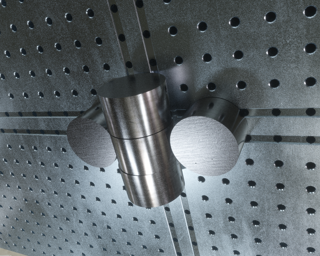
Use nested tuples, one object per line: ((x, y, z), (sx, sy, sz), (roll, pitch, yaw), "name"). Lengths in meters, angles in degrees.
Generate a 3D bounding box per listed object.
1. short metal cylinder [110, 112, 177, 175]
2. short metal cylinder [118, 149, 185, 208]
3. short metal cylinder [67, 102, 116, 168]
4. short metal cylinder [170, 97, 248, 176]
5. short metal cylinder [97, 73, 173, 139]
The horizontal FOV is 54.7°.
((-0.019, 0.016, 0.393), (0.080, 0.080, 0.050), (2, 119, 27), "short metal cylinder")
((-0.010, 0.061, 0.417), (0.080, 0.080, 0.050), (1, 119, 27), "short metal cylinder")
((-0.084, 0.010, 0.442), (0.080, 0.050, 0.079), (13, 124, 20), "short metal cylinder")
((0.059, 0.010, 0.368), (0.080, 0.050, 0.079), (13, 124, 20), "short metal cylinder")
((-0.028, -0.029, 0.370), (0.080, 0.080, 0.050), (3, 120, 26), "short metal cylinder")
